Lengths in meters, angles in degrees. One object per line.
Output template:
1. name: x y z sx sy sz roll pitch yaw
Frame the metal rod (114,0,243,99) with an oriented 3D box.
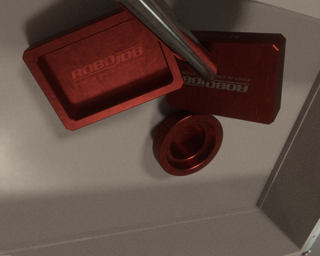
1. metal rod: 0.050 -0.064 0.333 0.025 0.025 0.301 -52 149 9

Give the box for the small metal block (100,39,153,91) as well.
1. small metal block: -0.039 -0.069 0.346 0.050 0.025 0.050 -2 120 -28

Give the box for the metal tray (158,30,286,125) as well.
1. metal tray: 0.066 -0.059 0.345 0.030 0.130 0.089 -48 139 -42

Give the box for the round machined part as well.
1. round machined part: 0.034 0.015 0.427 0.099 0.042 0.097 -14 125 -21

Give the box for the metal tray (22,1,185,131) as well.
1. metal tray: -0.052 -0.061 0.308 0.131 0.030 0.090 -21 118 3
